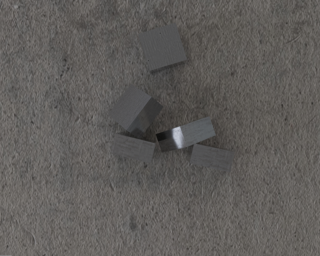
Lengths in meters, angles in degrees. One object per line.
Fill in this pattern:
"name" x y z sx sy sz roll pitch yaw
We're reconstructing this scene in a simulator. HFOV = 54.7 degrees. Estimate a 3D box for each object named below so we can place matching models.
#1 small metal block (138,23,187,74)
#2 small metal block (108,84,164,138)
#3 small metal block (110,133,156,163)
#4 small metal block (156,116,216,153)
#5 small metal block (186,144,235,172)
"small metal block" 0.003 -0.104 0.410 0.050 0.025 0.050 -17 90 0
"small metal block" -0.032 -0.022 0.395 0.050 0.050 0.025 -53 134 0
"small metal block" -0.032 0.024 0.397 0.050 0.050 0.025 14 91 0
"small metal block" 0.032 0.008 0.388 0.050 0.050 0.025 -19 90 -37
"small metal block" 0.063 0.036 0.398 0.050 0.050 0.025 12 91 0
